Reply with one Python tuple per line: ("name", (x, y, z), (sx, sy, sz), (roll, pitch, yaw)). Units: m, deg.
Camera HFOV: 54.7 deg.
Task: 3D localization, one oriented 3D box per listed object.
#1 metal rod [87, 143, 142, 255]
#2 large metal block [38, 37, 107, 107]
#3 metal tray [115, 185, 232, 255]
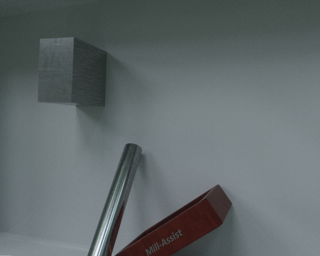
("metal rod", (-0.067, 0.143, 0.334), (0.025, 0.025, 0.300), (-1, 50, 20))
("large metal block", (-0.116, -0.072, 0.421), (0.050, 0.080, 0.079), (3, 91, 20))
("metal tray", (0.019, 0.121, 0.368), (0.130, 0.090, 0.030), (-37, 79, 16))
